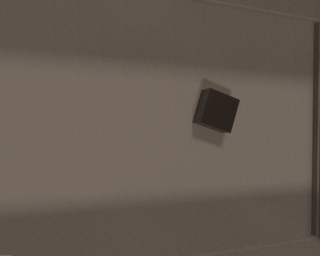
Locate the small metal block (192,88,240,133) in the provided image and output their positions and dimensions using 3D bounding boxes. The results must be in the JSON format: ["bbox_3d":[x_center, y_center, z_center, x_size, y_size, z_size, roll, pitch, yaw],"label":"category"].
[{"bbox_3d":[0.080,-0.024,0.442,0.050,0.025,0.050,19,84,-20],"label":"small metal block"}]
